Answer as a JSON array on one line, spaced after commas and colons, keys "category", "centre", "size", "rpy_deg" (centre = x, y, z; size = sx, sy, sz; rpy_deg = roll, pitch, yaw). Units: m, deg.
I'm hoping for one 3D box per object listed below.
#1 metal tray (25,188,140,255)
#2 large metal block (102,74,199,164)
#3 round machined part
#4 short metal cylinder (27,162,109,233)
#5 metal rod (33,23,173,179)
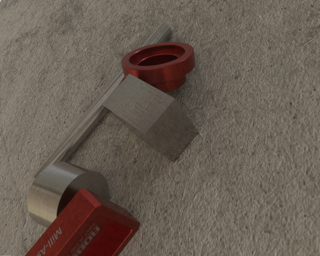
[{"category": "metal tray", "centre": [-0.089, 0.135, 0.324], "size": [0.030, 0.090, 0.130], "rpy_deg": [32, 80, 38]}, {"category": "large metal block", "centre": [-0.010, -0.011, 0.379], "size": [0.080, 0.080, 0.050], "rpy_deg": [33, 81, 38]}, {"category": "round machined part", "centre": [0.000, -0.081, 0.425], "size": [0.099, 0.042, 0.098], "rpy_deg": [-8, 32, 5]}, {"category": "short metal cylinder", "centre": [-0.107, 0.085, 0.371], "size": [0.050, 0.080, 0.080], "rpy_deg": [10, 67, 32]}, {"category": "metal rod", "centre": [-0.081, -0.042, 0.470], "size": [0.025, 0.025, 0.300], "rpy_deg": [31, 78, 37]}]
